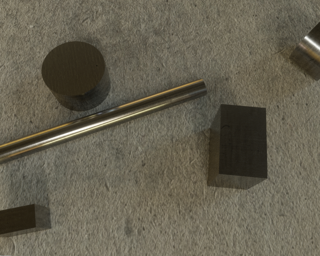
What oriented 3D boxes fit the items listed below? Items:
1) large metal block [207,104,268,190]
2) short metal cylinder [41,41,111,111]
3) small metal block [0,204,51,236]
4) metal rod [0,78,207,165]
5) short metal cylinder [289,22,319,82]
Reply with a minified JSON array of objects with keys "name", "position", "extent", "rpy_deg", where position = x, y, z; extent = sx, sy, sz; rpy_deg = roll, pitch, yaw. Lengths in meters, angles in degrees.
[{"name":"large metal block","position":[0.090,0.026,0.371],"extent":[0.050,0.080,0.080],"rpy_deg":[5,70,2]},{"name":"short metal cylinder","position":[-0.111,-0.069,0.419],"extent":[0.081,0.050,0.080],"rpy_deg":[0,70,0]},{"name":"small metal block","position":[-0.159,0.107,0.354],"extent":[0.050,0.050,0.025],"rpy_deg":[-10,71,-4]},{"name":"metal rod","position":[-0.082,-0.008,0.410],"extent":[0.302,0.025,0.025],"rpy_deg":[-19,71,-7]},{"name":"short metal cylinder","position":[0.226,-0.110,0.422],"extent":[0.080,0.080,0.050],"rpy_deg":[-40,75,-13]}]
